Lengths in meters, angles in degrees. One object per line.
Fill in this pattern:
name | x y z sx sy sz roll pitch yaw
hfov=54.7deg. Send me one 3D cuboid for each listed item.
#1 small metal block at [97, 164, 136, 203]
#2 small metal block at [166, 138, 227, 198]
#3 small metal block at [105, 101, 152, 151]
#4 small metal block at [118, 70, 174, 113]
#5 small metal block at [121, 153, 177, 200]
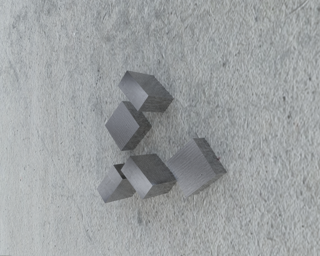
small metal block | -0.052 0.075 0.431 0.025 0.050 0.050 51 120 28
small metal block | 0.043 0.047 0.370 0.050 0.025 0.050 -45 63 30
small metal block | -0.046 -0.003 0.443 0.050 0.025 0.050 -51 60 28
small metal block | -0.018 -0.047 0.404 0.050 0.050 0.025 51 120 28
small metal block | -0.013 0.061 0.400 0.050 0.050 0.025 48 119 29
